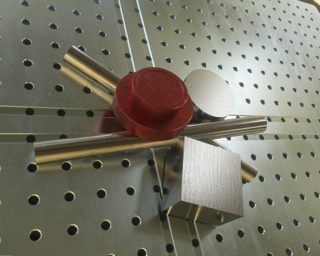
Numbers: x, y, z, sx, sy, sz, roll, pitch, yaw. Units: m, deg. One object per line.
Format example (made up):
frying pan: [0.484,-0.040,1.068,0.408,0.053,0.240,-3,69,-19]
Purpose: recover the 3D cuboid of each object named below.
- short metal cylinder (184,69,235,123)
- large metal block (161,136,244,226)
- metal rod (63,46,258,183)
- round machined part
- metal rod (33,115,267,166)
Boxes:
short metal cylinder: [0.061,-0.038,0.449,0.081,0.050,0.080,14,56,-21]
large metal block: [0.051,0.066,0.378,0.081,0.050,0.080,19,54,-18]
metal rod: [0.006,-0.015,0.422,0.301,0.025,0.025,33,51,-7]
round machined part: [-0.005,-0.036,0.375,0.099,0.042,0.098,11,50,-13]
metal rod: [0.007,0.011,0.383,0.303,0.025,0.025,-7,65,-24]
